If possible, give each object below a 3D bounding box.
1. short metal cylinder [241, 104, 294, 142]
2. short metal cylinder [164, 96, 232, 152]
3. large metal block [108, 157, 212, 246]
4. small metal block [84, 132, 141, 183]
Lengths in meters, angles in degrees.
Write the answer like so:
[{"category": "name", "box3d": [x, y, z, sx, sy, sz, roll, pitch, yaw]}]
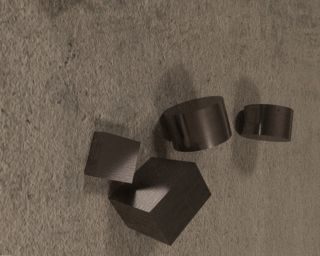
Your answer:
[{"category": "short metal cylinder", "box3d": [0.180, -0.007, 0.523, 0.081, 0.080, 0.050, 13, 82, -40]}, {"category": "short metal cylinder", "box3d": [0.050, -0.007, 0.413, 0.081, 0.080, 0.050, -26, 107, -37]}, {"category": "large metal block", "box3d": [0.000, 0.082, 0.371, 0.080, 0.080, 0.050, -42, 116, -32]}, {"category": "small metal block", "box3d": [-0.055, 0.035, 0.361, 0.050, 0.025, 0.050, 19, 78, -39]}]
